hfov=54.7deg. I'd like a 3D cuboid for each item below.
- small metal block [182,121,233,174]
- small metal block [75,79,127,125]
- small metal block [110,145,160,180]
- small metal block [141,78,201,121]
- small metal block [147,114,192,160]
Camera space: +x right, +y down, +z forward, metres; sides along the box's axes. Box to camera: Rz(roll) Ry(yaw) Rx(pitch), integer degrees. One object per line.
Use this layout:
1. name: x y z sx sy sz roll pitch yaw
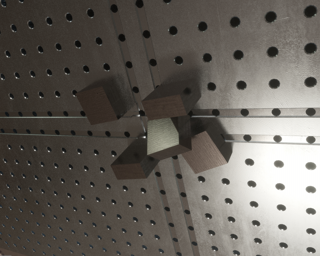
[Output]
1. small metal block: 0.056 0.026 0.397 0.050 0.025 0.050 -26 104 37
2. small metal block: -0.081 -0.035 0.431 0.050 0.025 0.050 -10 114 32
3. small metal block: -0.033 0.048 0.440 0.050 0.050 0.025 -8 114 31
4. small metal block: 0.014 -0.034 0.365 0.050 0.050 0.025 -7 115 31
5. small metal block: 0.011 0.008 0.390 0.050 0.050 0.025 -22 146 36
